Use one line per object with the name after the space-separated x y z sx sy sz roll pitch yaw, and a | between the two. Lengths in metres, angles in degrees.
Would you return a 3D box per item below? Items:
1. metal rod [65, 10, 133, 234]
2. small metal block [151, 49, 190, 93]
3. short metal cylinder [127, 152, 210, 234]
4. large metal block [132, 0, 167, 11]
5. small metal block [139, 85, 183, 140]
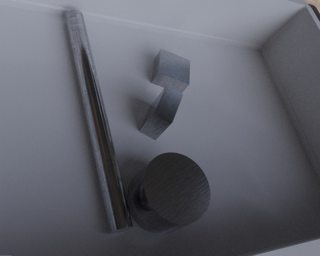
-0.080 -0.026 0.378 0.025 0.025 0.299 -3 63 -30 | metal rod
0.017 -0.086 0.469 0.050 0.025 0.050 18 55 -18 | small metal block
0.009 0.074 0.351 0.081 0.050 0.080 14 56 -21 | short metal cylinder
-0.031 -0.239 0.504 0.081 0.050 0.080 10 33 -23 | large metal block
0.001 -0.020 0.404 0.025 0.050 0.050 30 52 -10 | small metal block
